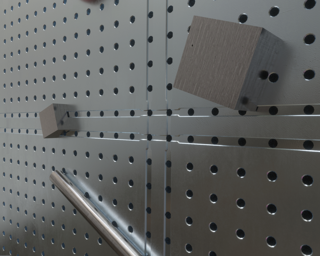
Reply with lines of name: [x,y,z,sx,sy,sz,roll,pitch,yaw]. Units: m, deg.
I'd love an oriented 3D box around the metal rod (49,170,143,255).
metal rod: [-0.087,0.154,0.481,0.300,0.025,0.025,33,110,35]

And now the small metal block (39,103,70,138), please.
small metal block: [-0.195,-0.012,0.570,0.050,0.025,0.050,-24,75,37]

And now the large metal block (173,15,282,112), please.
large metal block: [0.070,-0.069,0.335,0.080,0.050,0.079,26,107,37]
